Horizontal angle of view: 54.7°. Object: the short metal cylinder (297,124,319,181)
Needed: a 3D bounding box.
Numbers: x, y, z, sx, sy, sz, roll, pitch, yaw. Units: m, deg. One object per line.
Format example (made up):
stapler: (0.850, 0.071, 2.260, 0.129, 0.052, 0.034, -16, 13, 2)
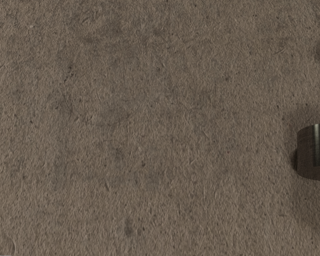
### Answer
short metal cylinder: (0.208, 0.031, 0.370, 0.080, 0.080, 0.050, 8, 70, 2)
